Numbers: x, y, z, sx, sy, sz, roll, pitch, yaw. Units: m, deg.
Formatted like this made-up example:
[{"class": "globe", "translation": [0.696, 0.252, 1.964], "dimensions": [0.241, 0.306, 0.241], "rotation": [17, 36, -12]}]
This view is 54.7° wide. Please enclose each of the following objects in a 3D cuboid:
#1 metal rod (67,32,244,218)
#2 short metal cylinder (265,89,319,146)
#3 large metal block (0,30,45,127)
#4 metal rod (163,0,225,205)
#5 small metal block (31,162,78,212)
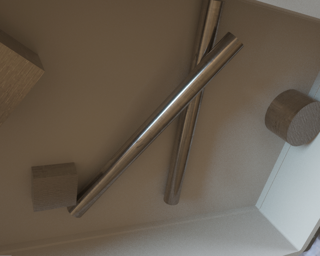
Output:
[{"class": "metal rod", "translation": [-0.014, 0.004, 0.386], "dimensions": [0.299, 0.025, 0.025], "rotation": [-47, 130, 12]}, {"class": "short metal cylinder", "translation": [0.221, -0.017, 0.506], "dimensions": [0.081, 0.050, 0.079], "rotation": [-14, 125, -21]}, {"class": "large metal block", "translation": [-0.164, -0.050, 0.272], "dimensions": [0.080, 0.050, 0.080], "rotation": [-49, 129, 6]}, {"class": "metal rod", "translation": [0.040, -0.016, 0.422], "dimensions": [0.025, 0.025, 0.298], "rotation": [-5, 121, -26]}, {"class": "small metal block", "translation": [-0.131, 0.072, 0.383], "dimensions": [0.050, 0.025, 0.050], "rotation": [-4, 120, -27]}]
